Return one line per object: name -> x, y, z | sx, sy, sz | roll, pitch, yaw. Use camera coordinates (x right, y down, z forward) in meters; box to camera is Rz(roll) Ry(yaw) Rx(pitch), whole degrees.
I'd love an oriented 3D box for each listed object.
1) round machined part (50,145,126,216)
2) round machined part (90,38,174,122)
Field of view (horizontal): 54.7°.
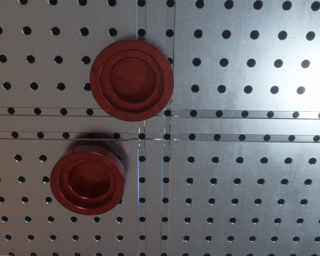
round machined part -> -0.096, 0.068, 0.428 | 0.099, 0.042, 0.097 | 0, 110, -1
round machined part -> -0.033, -0.060, 0.382 | 0.099, 0.042, 0.097 | 0, 110, -1
